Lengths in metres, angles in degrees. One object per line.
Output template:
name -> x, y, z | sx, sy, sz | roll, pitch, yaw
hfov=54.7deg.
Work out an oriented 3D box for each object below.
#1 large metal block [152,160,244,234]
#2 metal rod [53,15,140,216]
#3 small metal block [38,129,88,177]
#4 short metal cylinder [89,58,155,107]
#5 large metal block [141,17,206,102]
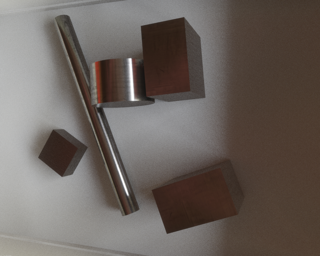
large metal block -> 0.048, 0.078, 0.364 | 0.080, 0.080, 0.050 | -22, 83, 18
metal rod -> -0.093, -0.023, 0.441 | 0.025, 0.025, 0.299 | -23, 83, 18
small metal block -> -0.144, 0.036, 0.460 | 0.050, 0.025, 0.050 | 34, 101, 16
short metal cylinder -> -0.048, -0.055, 0.397 | 0.080, 0.080, 0.050 | -4, 89, 19
large metal block -> 0.019, -0.077, 0.374 | 0.050, 0.080, 0.080 | -5, 88, 20
